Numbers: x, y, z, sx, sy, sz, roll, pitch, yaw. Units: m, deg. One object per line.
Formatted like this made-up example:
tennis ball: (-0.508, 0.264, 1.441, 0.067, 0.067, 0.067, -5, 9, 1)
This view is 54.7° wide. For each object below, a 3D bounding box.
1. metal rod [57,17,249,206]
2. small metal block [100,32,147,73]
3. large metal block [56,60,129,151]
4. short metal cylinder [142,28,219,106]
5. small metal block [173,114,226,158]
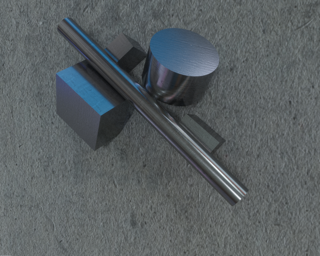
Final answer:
metal rod: (-0.018, -0.029, 0.363, 0.300, 0.025, 0.025, 45, 104, 14)
small metal block: (-0.050, -0.095, 0.414, 0.050, 0.050, 0.025, -40, 78, 15)
large metal block: (-0.090, -0.030, 0.409, 0.080, 0.050, 0.080, 42, 144, 14)
short metal cylinder: (0.023, -0.072, 0.366, 0.080, 0.080, 0.050, 41, 144, 15)
small metal block: (0.049, 0.009, 0.376, 0.050, 0.050, 0.025, 42, 103, 14)
